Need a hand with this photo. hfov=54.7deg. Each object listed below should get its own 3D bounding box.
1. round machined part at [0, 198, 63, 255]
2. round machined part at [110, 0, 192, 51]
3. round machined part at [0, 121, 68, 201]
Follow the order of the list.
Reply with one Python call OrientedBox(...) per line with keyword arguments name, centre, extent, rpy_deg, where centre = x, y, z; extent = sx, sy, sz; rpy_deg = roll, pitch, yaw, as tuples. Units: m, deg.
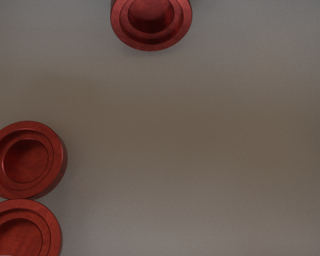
OrientedBox(name="round machined part", centre=(-0.161, 0.133, 0.350), extent=(0.099, 0.042, 0.098), rpy_deg=(5, 64, -9))
OrientedBox(name="round machined part", centre=(-0.012, -0.146, 0.384), extent=(0.099, 0.098, 0.042), rpy_deg=(-6, 56, 0))
OrientedBox(name="round machined part", centre=(-0.166, 0.043, 0.392), extent=(0.099, 0.042, 0.098), rpy_deg=(0, 72, 1))
